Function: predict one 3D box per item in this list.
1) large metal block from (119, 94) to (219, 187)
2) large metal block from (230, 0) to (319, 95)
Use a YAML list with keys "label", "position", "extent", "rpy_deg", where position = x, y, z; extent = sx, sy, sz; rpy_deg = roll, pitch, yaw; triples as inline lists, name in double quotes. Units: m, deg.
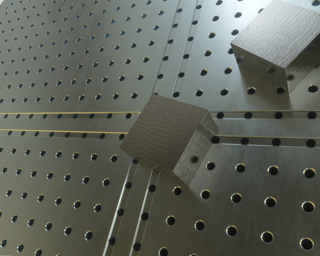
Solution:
- label: "large metal block"
  position: [0.012, 0.013, 0.377]
  extent: [0.080, 0.050, 0.080]
  rpy_deg: [20, 72, 35]
- label: "large metal block"
  position: [0.148, -0.100, 0.376]
  extent: [0.080, 0.050, 0.080]
  rpy_deg: [-46, 51, -4]
